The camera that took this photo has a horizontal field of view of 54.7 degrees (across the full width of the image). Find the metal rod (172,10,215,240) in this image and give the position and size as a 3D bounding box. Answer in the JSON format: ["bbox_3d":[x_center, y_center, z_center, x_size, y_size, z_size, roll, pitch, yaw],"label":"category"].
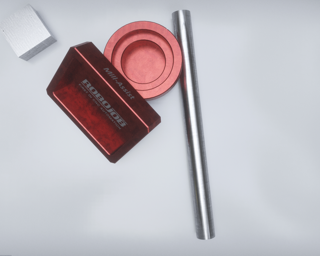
[{"bbox_3d":[0.044,-0.004,0.412,0.025,0.025,0.298,-6,90,0],"label":"metal rod"}]

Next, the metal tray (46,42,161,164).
[{"bbox_3d":[-0.072,-0.028,0.382,0.130,0.030,0.090,47,130,-1],"label":"metal tray"}]

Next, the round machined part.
[{"bbox_3d":[-0.020,-0.083,0.400,0.099,0.042,0.097,0,88,3],"label":"round machined part"}]

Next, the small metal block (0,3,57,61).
[{"bbox_3d":[-0.175,-0.125,0.409,0.050,0.025,0.050,-34,90,0],"label":"small metal block"}]
